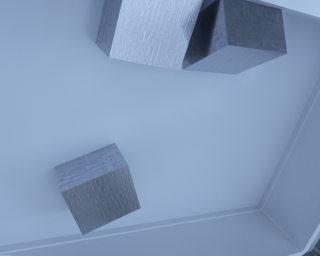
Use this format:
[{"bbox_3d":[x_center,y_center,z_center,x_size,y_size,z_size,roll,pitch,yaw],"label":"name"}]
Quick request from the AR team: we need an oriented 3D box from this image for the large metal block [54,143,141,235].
[{"bbox_3d":[-0.078,0.077,0.397,0.081,0.050,0.080,-22,127,-15],"label":"large metal block"}]

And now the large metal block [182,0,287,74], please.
[{"bbox_3d":[0.079,-0.098,0.346,0.081,0.080,0.050,-1,83,-28],"label":"large metal block"}]

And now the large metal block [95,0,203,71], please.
[{"bbox_3d":[-0.012,-0.111,0.317,0.081,0.050,0.079,4,117,-30],"label":"large metal block"}]
